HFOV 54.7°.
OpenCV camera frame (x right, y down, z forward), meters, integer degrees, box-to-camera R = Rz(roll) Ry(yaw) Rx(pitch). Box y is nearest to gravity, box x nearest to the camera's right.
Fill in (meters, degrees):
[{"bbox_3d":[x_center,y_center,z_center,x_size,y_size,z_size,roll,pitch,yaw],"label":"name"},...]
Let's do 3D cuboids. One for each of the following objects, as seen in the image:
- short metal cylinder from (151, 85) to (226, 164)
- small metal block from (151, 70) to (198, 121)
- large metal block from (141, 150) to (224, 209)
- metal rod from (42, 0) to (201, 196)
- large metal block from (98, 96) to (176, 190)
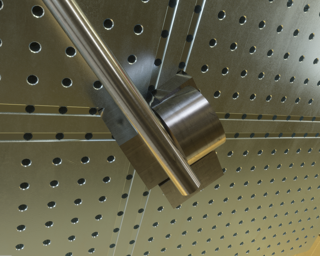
[{"bbox_3d":[0.031,-0.002,0.360,0.050,0.080,0.080,-32,129,-8],"label":"short metal cylinder"},{"bbox_3d":[0.024,-0.038,0.403,0.050,0.025,0.050,-36,130,-5],"label":"small metal block"},{"bbox_3d":[0.025,0.046,0.417,0.080,0.080,0.050,-33,129,-7],"label":"large metal block"},{"bbox_3d":[-0.048,-0.054,0.285,0.025,0.025,0.299,-36,108,-5],"label":"metal rod"},{"bbox_3d":[-0.023,0.014,0.374,0.050,0.080,0.080,-33,129,-7],"label":"large metal block"}]
